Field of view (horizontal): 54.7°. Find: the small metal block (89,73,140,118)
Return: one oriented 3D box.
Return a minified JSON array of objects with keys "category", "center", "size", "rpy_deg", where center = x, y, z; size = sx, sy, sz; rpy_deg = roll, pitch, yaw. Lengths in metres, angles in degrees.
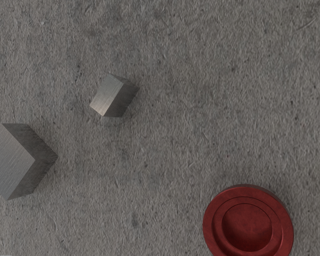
[{"category":"small metal block","center":[-0.060,-0.042,0.417],"size":[0.025,0.050,0.050],"rpy_deg":[37,102,16]}]

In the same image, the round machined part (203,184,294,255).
[{"category":"round machined part","center":[0.103,0.114,0.364],"size":[0.098,0.042,0.097],"rpy_deg":[0,90,20]}]

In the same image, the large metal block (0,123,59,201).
[{"category":"large metal block","center":[-0.218,0.049,0.473],"size":[0.080,0.050,0.080],"rpy_deg":[42,103,15]}]
